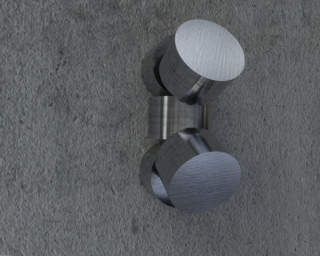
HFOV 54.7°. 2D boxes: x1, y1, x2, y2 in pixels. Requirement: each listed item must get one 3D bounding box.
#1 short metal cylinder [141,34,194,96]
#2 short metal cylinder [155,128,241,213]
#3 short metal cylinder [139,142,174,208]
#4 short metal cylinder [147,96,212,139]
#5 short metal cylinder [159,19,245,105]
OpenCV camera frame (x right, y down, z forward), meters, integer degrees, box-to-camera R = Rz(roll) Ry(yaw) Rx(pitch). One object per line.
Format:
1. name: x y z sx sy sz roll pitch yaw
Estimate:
1. short metal cylinder: 0.021 -0.077 0.405 0.081 0.050 0.080 0 90 -20
2. short metal cylinder: 0.040 0.046 0.341 0.081 0.050 0.079 -8 120 -14
3. short metal cylinder: 0.018 0.058 0.404 0.081 0.050 0.080 0 90 -20
4. short metal cylinder: 0.025 -0.011 0.391 0.081 0.080 0.050 2 90 -20
5. short metal cylinder: 0.045 -0.072 0.344 0.081 0.050 0.080 9 62 -17
